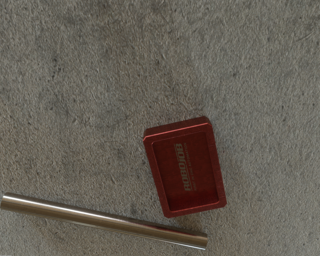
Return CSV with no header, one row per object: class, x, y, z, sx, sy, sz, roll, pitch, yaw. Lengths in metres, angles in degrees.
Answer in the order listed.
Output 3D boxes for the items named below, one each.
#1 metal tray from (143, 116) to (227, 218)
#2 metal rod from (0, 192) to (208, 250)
metal tray,0.036,0.056,0.428,0.090,0.030,0.129,-13,110,4
metal rod,-0.077,0.139,0.460,0.302,0.025,0.025,13,110,-6
